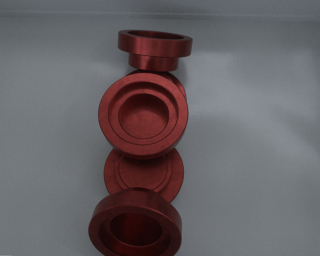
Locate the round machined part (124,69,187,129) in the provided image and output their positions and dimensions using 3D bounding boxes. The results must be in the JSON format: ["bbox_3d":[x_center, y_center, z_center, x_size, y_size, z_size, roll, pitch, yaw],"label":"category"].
[{"bbox_3d":[-0.014,-0.039,0.413,0.099,0.042,0.098,0,70,-1],"label":"round machined part"}]

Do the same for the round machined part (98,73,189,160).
[{"bbox_3d":[-0.018,-0.011,0.357,0.099,0.042,0.098,0,70,-1],"label":"round machined part"}]

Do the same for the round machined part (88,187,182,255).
[{"bbox_3d":[-0.025,0.104,0.341,0.099,0.097,0.042,6,33,2],"label":"round machined part"}]

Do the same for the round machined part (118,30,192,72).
[{"bbox_3d":[-0.008,-0.104,0.417,0.099,0.098,0.042,7,113,2],"label":"round machined part"}]

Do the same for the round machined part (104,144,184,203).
[{"bbox_3d":[-0.020,0.053,0.379,0.099,0.042,0.098,0,70,-1],"label":"round machined part"}]
